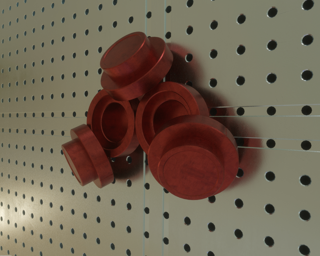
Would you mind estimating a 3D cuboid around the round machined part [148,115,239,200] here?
[{"bbox_3d":[0.035,0.038,0.333,0.098,0.042,0.097,4,118,9],"label":"round machined part"}]

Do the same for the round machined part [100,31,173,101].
[{"bbox_3d":[-0.036,-0.084,0.393,0.098,0.042,0.098,-22,41,21],"label":"round machined part"}]

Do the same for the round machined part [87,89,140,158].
[{"bbox_3d":[-0.057,-0.008,0.442,0.098,0.042,0.097,0,90,39],"label":"round machined part"}]

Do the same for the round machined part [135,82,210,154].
[{"bbox_3d":[0.019,-0.006,0.380,0.098,0.042,0.097,0,90,39],"label":"round machined part"}]

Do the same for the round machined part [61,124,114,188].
[{"bbox_3d":[-0.111,0.047,0.457,0.098,0.042,0.097,46,152,35],"label":"round machined part"}]
